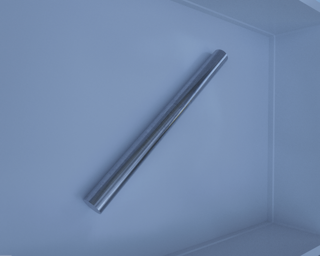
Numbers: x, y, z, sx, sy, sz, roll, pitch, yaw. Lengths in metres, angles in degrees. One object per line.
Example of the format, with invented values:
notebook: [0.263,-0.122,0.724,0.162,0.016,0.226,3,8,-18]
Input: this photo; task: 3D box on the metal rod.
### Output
metal rod: [0.010,-0.013,0.417,0.301,0.025,0.025,-50,120,-29]
